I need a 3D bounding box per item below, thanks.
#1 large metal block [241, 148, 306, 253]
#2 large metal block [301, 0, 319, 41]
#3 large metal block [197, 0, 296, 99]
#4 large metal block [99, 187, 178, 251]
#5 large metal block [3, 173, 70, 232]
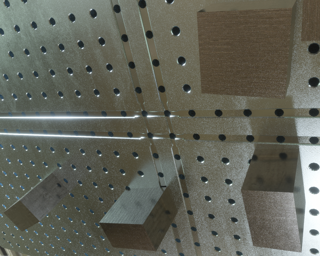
[{"bbox_3d":[0.133,0.079,0.354,0.050,0.080,0.080,-3,117,30],"label":"large metal block"},{"bbox_3d":[0.157,-0.116,0.241,0.080,0.050,0.080,5,121,26],"label":"large metal block"},{"bbox_3d":[0.085,-0.078,0.303,0.080,0.050,0.080,7,122,25],"label":"large metal block"},{"bbox_3d":[-0.031,0.137,0.478,0.080,0.080,0.050,-9,114,32],"label":"large metal block"},{"bbox_3d":[-0.232,0.140,0.586,0.080,0.080,0.050,-33,100,38],"label":"large metal block"}]
